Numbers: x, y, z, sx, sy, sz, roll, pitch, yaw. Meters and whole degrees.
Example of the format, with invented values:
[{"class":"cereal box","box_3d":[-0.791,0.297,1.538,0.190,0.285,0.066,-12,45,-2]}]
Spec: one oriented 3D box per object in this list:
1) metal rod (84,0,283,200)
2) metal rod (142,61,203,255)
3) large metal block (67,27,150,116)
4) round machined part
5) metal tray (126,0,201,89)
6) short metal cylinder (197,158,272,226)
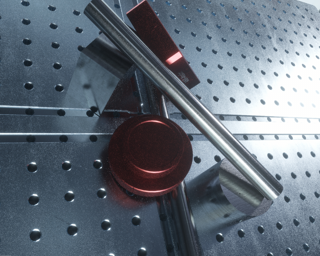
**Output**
[{"class":"metal rod","box_3d":[0.032,-0.027,0.353,0.300,0.025,0.025,45,50,-8]},{"class":"metal rod","box_3d":[0.006,0.012,0.406,0.025,0.025,0.299,2,61,-28]},{"class":"large metal block","box_3d":[-0.064,-0.075,0.386,0.050,0.080,0.080,36,51,-5]},{"class":"round machined part","box_3d":[-0.010,0.026,0.357,0.099,0.042,0.098,4,62,-7]},{"class":"metal tray","box_3d":[0.010,-0.105,0.426,0.090,0.030,0.130,60,11,15]},{"class":"short metal cylinder","box_3d":[0.096,0.079,0.398,0.081,0.050,0.080,14,56,-21]}]
